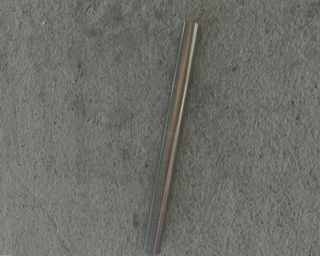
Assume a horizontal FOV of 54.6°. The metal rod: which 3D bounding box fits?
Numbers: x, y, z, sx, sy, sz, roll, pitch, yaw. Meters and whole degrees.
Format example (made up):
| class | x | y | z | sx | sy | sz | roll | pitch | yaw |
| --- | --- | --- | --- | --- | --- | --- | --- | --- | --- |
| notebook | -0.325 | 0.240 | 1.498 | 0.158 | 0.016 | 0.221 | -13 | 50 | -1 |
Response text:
| class | x | y | z | sx | sy | sz | roll | pitch | yaw |
| --- | --- | --- | --- | --- | --- | --- | --- | --- | --- |
| metal rod | 0.014 | 0.016 | 0.404 | 0.025 | 0.025 | 0.298 | 11 | 94 | 19 |
